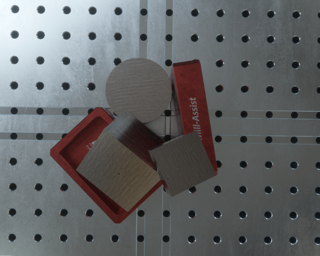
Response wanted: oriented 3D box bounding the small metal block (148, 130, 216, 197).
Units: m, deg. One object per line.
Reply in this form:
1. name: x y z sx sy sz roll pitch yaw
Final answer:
1. small metal block: 0.022 0.036 0.319 0.050 0.025 0.050 -24 91 -12

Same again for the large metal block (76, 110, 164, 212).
1. large metal block: -0.040 0.040 0.369 0.080 0.050 0.080 40 125 -1

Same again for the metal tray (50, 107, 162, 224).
1. metal tray: -0.066 0.048 0.409 0.090 0.030 0.130 -43 91 0

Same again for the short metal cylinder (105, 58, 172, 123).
1. short metal cylinder: -0.026 -0.046 0.400 0.081 0.050 0.079 0 90 -1

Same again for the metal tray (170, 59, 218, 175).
1. metal tray: 0.039 -0.010 0.381 0.030 0.090 0.129 -9 90 0
